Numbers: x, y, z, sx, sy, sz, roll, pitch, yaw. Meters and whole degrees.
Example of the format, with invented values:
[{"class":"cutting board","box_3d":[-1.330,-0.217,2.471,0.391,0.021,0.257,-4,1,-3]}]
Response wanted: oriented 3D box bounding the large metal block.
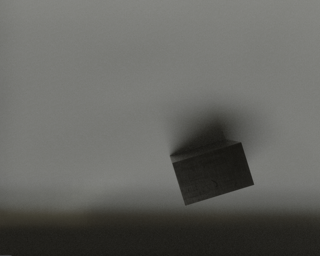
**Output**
[{"class":"large metal block","box_3d":[0.059,0.051,0.385,0.080,0.080,0.050,-17,90,0]}]
